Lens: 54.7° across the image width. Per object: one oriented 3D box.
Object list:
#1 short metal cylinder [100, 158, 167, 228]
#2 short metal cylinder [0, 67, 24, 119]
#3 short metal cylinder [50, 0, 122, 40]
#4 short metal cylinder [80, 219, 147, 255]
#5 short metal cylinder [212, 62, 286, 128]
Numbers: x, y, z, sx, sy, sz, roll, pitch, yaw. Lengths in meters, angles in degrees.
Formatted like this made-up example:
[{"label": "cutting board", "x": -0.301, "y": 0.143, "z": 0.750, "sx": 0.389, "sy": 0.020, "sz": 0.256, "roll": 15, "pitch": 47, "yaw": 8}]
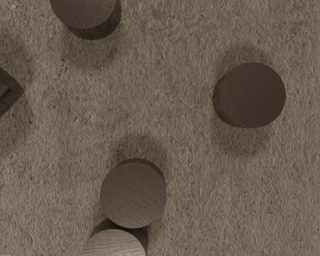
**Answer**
[{"label": "short metal cylinder", "x": -0.032, "y": 0.081, "z": 0.397, "sx": 0.081, "sy": 0.050, "sz": 0.079, "roll": 0, "pitch": 90, "yaw": -1}, {"label": "short metal cylinder", "x": -0.218, "y": -0.051, "z": 0.380, "sx": 0.080, "sy": 0.080, "sz": 0.050, "roll": 42, "pitch": 90, "yaw": -1}, {"label": "short metal cylinder", "x": -0.092, "y": -0.159, "z": 0.396, "sx": 0.081, "sy": 0.050, "sz": 0.079, "roll": 0, "pitch": 90, "yaw": -1}, {"label": "short metal cylinder", "x": -0.057, "y": 0.161, "z": 0.397, "sx": 0.081, "sy": 0.050, "sz": 0.079, "roll": 0, "pitch": 90, "yaw": -1}, {"label": "short metal cylinder", "x": 0.112, "y": -0.040, "z": 0.399, "sx": 0.081, "sy": 0.050, "sz": 0.079, "roll": 0, "pitch": 90, "yaw": -1}]
